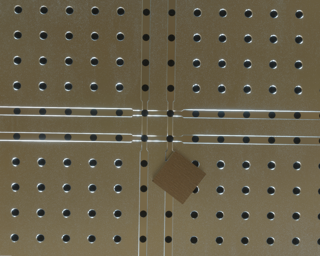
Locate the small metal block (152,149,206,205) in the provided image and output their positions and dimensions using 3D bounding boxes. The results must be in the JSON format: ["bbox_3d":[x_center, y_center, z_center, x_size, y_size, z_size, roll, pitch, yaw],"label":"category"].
[{"bbox_3d":[0.025,0.064,0.414,0.050,0.025,0.050,38,90,0],"label":"small metal block"}]
